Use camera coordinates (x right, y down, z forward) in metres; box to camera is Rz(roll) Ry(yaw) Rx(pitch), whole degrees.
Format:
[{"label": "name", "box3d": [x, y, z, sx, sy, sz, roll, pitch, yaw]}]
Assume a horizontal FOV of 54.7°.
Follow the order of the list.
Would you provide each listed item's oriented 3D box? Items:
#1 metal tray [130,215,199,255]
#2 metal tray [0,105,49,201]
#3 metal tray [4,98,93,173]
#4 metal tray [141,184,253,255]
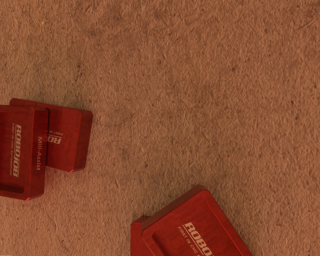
[{"label": "metal tray", "box3d": [0.008, 0.186, 0.403, 0.090, 0.030, 0.129, 1, 90, 19]}, {"label": "metal tray", "box3d": [-0.211, 0.032, 0.448, 0.090, 0.030, 0.129, 4, 91, 20]}, {"label": "metal tray", "box3d": [-0.170, 0.008, 0.466, 0.130, 0.030, 0.089, 11, 94, 19]}, {"label": "metal tray", "box3d": [0.049, 0.144, 0.358, 0.090, 0.030, 0.130, -34, 92, -3]}]
